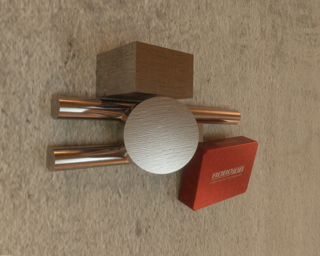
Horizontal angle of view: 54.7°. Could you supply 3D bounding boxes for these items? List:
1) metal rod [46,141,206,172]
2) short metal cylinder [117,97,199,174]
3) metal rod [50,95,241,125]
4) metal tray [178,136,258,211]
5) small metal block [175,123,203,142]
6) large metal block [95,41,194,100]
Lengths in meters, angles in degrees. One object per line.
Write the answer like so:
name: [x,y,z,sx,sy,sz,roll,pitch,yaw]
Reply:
metal rod: [0.004,0.032,0.412,0.302,0.025,0.025,0,90,-40]
short metal cylinder: [-0.004,0.008,0.342,0.081,0.050,0.080,0,88,-16]
metal rod: [0.008,-0.019,0.415,0.302,0.025,0.025,1,90,-40]
metal tray: [0.090,0.063,0.463,0.131,0.030,0.089,-5,111,-41]
small metal block: [0.021,0.005,0.409,0.050,0.050,0.025,1,90,-40]
large metal block: [-0.019,-0.060,0.357,0.081,0.080,0.050,1,90,-40]
